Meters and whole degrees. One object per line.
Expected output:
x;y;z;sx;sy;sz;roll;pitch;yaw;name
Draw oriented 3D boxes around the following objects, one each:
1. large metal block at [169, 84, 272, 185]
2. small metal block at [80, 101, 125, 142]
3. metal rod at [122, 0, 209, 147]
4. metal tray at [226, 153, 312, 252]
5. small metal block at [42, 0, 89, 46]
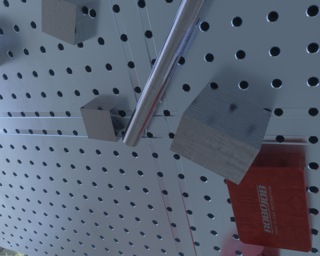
0.068;0.003;0.341;0.080;0.080;0.050;27;128;11;large metal block
-0.082;-0.010;0.449;0.050;0.025;0.050;6;121;25;small metal block
0.013;-0.086;0.351;0.025;0.025;0.298;33;129;6;metal rod
0.139;0.094;0.393;0.090;0.030;0.129;-3;117;29;metal tray
-0.119;-0.139;0.388;0.050;0.025;0.050;25;127;12;small metal block
